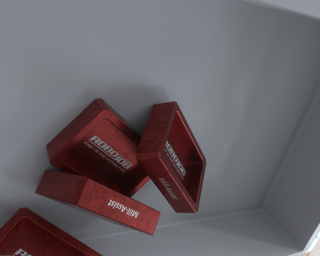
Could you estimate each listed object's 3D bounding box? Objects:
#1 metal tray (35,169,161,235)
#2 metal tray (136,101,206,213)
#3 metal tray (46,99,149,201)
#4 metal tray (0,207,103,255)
[{"bbox_3d":[-0.073,0.093,0.382,0.130,0.090,0.030,37,63,-39],"label":"metal tray"},{"bbox_3d":[0.021,0.041,0.405,0.030,0.090,0.130,-7,135,27],"label":"metal tray"},{"bbox_3d":[-0.062,0.035,0.392,0.090,0.030,0.130,-43,129,2],"label":"metal tray"},{"bbox_3d":[-0.134,0.163,0.352,0.130,0.090,0.030,32,133,1],"label":"metal tray"}]
